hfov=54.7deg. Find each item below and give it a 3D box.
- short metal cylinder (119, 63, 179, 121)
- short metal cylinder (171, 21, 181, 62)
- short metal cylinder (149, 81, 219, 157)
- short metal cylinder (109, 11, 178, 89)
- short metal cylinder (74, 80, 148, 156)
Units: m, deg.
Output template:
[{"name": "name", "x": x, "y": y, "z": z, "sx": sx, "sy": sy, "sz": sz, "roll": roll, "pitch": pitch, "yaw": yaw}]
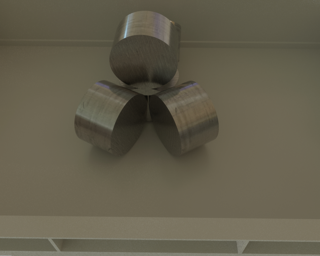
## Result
[{"name": "short metal cylinder", "x": -0.015, "y": -0.056, "z": 0.432, "sx": 0.080, "sy": 0.050, "sz": 0.080, "roll": 0, "pitch": 50, "yaw": 0}, {"name": "short metal cylinder", "x": -0.009, "y": -0.128, "z": 0.466, "sx": 0.080, "sy": 0.080, "sz": 0.050, "roll": 3, "pitch": 93, "yaw": 2}, {"name": "short metal cylinder", "x": 0.027, "y": -0.012, "z": 0.377, "sx": 0.050, "sy": 0.080, "sz": 0.080, "roll": -23, "pitch": 54, "yaw": -17}, {"name": "short metal cylinder", "x": -0.018, "y": -0.094, "z": 0.381, "sx": 0.080, "sy": 0.080, "sz": 0.050, "roll": 2, "pitch": 50, "yaw": 2}, {"name": "short metal cylinder", "x": -0.057, "y": -0.012, "z": 0.377, "sx": 0.050, "sy": 0.080, "sz": 0.080, "roll": 23, "pitch": 54, "yaw": 18}]
